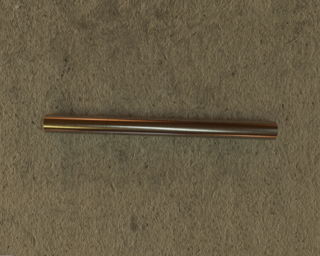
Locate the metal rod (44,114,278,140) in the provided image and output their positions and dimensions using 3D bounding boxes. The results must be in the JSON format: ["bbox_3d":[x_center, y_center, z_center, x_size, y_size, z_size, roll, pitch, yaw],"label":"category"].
[{"bbox_3d":[0.001,-0.001,0.411,0.302,0.025,0.025,2,90,0],"label":"metal rod"}]
